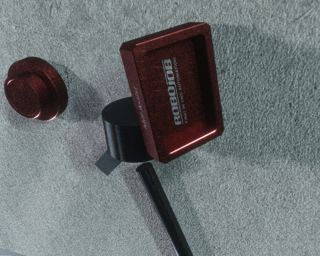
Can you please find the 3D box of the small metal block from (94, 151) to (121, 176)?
[{"bbox_3d":[-0.060,0.034,0.444,0.025,0.050,0.050,44,129,-2],"label":"small metal block"}]

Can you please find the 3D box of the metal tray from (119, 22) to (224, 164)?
[{"bbox_3d":[0.018,-0.037,0.331,0.030,0.091,0.129,29,138,54],"label":"metal tray"}]

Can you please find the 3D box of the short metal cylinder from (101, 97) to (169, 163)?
[{"bbox_3d":[-0.029,-0.001,0.386,0.080,0.080,0.050,10,123,23],"label":"short metal cylinder"}]

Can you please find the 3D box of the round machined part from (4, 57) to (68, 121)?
[{"bbox_3d":[-0.191,-0.053,0.464,0.098,0.042,0.097,13,124,21],"label":"round machined part"}]

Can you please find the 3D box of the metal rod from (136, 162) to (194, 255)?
[{"bbox_3d":[0.031,0.186,0.505,0.025,0.025,0.299,-10,114,32],"label":"metal rod"}]
